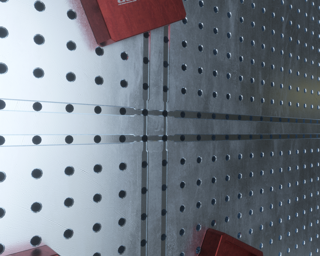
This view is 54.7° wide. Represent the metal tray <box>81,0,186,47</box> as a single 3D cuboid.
[{"bbox_3d":[-0.032,-0.162,0.381,0.131,0.030,0.090,-32,110,-36],"label":"metal tray"}]

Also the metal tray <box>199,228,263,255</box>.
[{"bbox_3d":[0.113,0.228,0.504,0.130,0.030,0.090,35,68,-35],"label":"metal tray"}]

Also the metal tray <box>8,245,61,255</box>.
[{"bbox_3d":[-0.156,0.170,0.277,0.131,0.030,0.089,-2,91,-40],"label":"metal tray"}]
